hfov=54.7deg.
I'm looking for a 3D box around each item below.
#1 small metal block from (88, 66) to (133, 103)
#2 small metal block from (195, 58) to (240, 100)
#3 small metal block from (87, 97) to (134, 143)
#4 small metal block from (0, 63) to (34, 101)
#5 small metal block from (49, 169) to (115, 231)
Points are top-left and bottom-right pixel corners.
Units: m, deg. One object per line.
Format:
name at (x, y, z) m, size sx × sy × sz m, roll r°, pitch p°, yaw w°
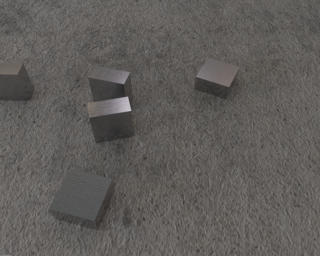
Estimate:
small metal block at (-0.068, -0.055, 0.433) m, size 0.050 × 0.050 × 0.025 m, roll 12°, pitch 51°, yaw 10°
small metal block at (0.086, -0.075, 0.467) m, size 0.050 × 0.025 × 0.050 m, roll 21°, pitch 53°, yaw 16°
small metal block at (-0.062, -0.010, 0.395) m, size 0.050 × 0.050 × 0.025 m, roll -10°, pitch 51°, yaw -8°
small metal block at (-0.215, -0.065, 0.440) m, size 0.050 × 0.050 × 0.025 m, roll 0°, pitch 50°, yaw 0°
small metal block at (-0.083, 0.077, 0.338) m, size 0.050 × 0.025 × 0.050 m, roll 12°, pitch 51°, yaw 9°
